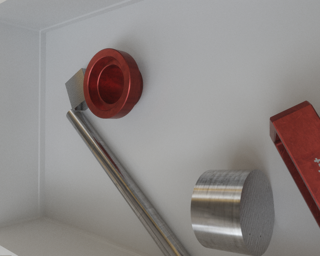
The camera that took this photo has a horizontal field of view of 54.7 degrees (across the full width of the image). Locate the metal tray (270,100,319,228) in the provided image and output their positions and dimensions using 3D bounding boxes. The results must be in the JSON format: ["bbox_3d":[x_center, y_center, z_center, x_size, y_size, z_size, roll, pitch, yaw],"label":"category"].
[{"bbox_3d":[0.134,0.050,0.250,0.030,0.090,0.130,-27,72,13],"label":"metal tray"}]

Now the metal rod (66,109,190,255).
[{"bbox_3d":[-0.058,0.073,0.452,0.300,0.025,0.025,48,118,29],"label":"metal rod"}]

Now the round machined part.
[{"bbox_3d":[-0.063,-0.062,0.445,0.098,0.042,0.097,0,90,39],"label":"round machined part"}]

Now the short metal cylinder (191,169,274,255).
[{"bbox_3d":[0.074,0.082,0.309,0.050,0.081,0.080,-7,86,39],"label":"short metal cylinder"}]

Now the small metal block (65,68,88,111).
[{"bbox_3d":[-0.126,-0.062,0.508,0.050,0.025,0.050,-31,71,35],"label":"small metal block"}]
